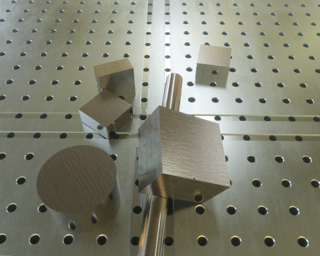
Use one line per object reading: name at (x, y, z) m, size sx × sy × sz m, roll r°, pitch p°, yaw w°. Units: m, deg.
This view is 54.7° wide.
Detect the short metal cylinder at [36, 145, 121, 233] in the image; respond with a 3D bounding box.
short metal cylinder at (-0.085, 0.065, 0.335) m, size 0.081 × 0.050 × 0.080 m, roll 0°, pitch 50°, yaw 0°

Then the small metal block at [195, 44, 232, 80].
small metal block at (0.086, -0.107, 0.499) m, size 0.050 × 0.025 × 0.050 m, roll 9°, pitch 51°, yaw 7°

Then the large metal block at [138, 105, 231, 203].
large metal block at (0.024, 0.031, 0.340) m, size 0.081 × 0.050 × 0.080 m, roll 16°, pitch 51°, yaw -25°

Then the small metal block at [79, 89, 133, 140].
small metal block at (-0.073, -0.020, 0.423) m, size 0.050 × 0.025 × 0.050 m, roll 32°, pitch 57°, yaw 21°

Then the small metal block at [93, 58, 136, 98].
small metal block at (-0.065, -0.068, 0.448) m, size 0.050 × 0.050 × 0.025 m, roll -18°, pitch 52°, yaw -15°

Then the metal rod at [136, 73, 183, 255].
metal rod at (0.003, 0.040, 0.373) m, size 0.025 × 0.025 × 0.300 m, roll 6°, pitch 50°, yaw 4°
